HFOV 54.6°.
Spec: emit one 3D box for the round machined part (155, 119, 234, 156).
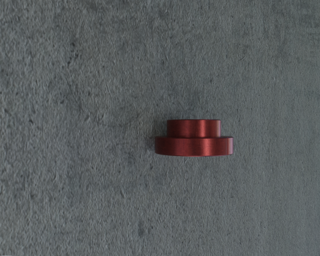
[{"bbox_3d":[0.043,0.010,0.392,0.099,0.098,0.042,0,90,-40],"label":"round machined part"}]
